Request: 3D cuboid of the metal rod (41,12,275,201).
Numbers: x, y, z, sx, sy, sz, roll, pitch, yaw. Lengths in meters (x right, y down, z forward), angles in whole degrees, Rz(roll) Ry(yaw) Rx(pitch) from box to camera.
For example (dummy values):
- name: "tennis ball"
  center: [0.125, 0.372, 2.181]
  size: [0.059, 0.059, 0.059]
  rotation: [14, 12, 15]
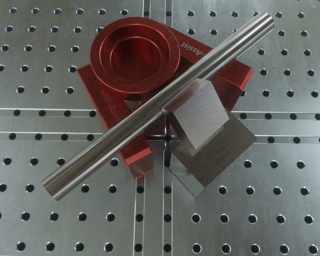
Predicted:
- name: "metal rod"
  center: [0.010, -0.032, 0.328]
  size: [0.301, 0.025, 0.025]
  rotation: [-39, 75, -13]

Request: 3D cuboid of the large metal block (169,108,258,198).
- name: "large metal block"
  center: [0.059, 0.032, 0.368]
  size: [0.080, 0.080, 0.050]
  rotation: [-40, 75, -13]

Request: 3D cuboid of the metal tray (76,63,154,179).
- name: "metal tray"
  center: [-0.053, -0.008, 0.379]
  size: [0.030, 0.090, 0.130]
  rotation: [-28, 73, -10]

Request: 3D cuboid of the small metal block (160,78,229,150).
- name: "small metal block"
  center: [0.037, -0.015, 0.317]
  size: [0.050, 0.050, 0.025]
  rotation: [-41, 31, -14]

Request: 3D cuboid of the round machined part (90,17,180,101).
- name: "round machined part"
  center: [-0.027, -0.075, 0.357]
  size: [0.099, 0.042, 0.098]
  rotation: [0, 70, -1]

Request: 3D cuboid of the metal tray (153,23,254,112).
- name: "metal tray"
  center: [0.046, -0.073, 0.403]
  size: [0.130, 0.090, 0.030]
  rotation: [30, 74, 10]
